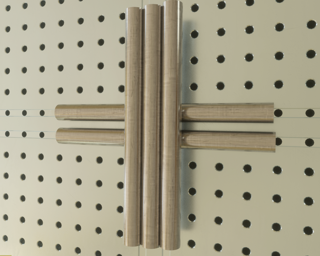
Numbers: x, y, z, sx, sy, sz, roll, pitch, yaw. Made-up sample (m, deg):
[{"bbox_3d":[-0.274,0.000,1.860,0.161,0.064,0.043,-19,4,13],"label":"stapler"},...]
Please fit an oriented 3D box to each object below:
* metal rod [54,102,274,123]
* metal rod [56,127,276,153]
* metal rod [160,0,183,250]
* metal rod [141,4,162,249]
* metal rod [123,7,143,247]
[{"bbox_3d":[-0.008,-0.021,0.415,0.301,0.025,0.025,1,91,19],"label":"metal rod"},{"bbox_3d":[-0.006,0.014,0.414,0.301,0.025,0.025,1,91,19],"label":"metal rod"},{"bbox_3d":[0.014,-0.003,0.381,0.025,0.025,0.298,1,90,19],"label":"metal rod"},{"bbox_3d":[-0.010,-0.002,0.389,0.025,0.025,0.298,1,90,19],"label":"metal rod"},{"bbox_3d":[-0.033,-0.001,0.397,0.025,0.025,0.298,1,90,19],"label":"metal rod"}]
